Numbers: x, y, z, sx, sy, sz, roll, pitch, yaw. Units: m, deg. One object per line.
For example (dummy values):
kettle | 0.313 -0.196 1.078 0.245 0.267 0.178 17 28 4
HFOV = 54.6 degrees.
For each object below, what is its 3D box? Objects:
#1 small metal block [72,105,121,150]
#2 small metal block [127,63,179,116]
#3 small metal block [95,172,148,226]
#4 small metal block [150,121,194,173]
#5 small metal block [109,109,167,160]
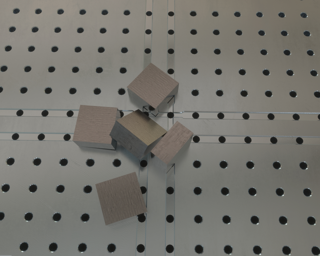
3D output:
small metal block | -0.082 -0.001 0.410 0.050 0.025 0.050 5 70 5
small metal block | -0.009 -0.054 0.432 0.050 0.025 0.050 38 74 13
small metal block | -0.046 0.087 0.380 0.050 0.025 0.050 -17 71 -6
small metal block | 0.015 0.025 0.389 0.025 0.050 0.050 38 74 13
small metal block | -0.027 0.007 0.395 0.050 0.025 0.050 38 33 12
